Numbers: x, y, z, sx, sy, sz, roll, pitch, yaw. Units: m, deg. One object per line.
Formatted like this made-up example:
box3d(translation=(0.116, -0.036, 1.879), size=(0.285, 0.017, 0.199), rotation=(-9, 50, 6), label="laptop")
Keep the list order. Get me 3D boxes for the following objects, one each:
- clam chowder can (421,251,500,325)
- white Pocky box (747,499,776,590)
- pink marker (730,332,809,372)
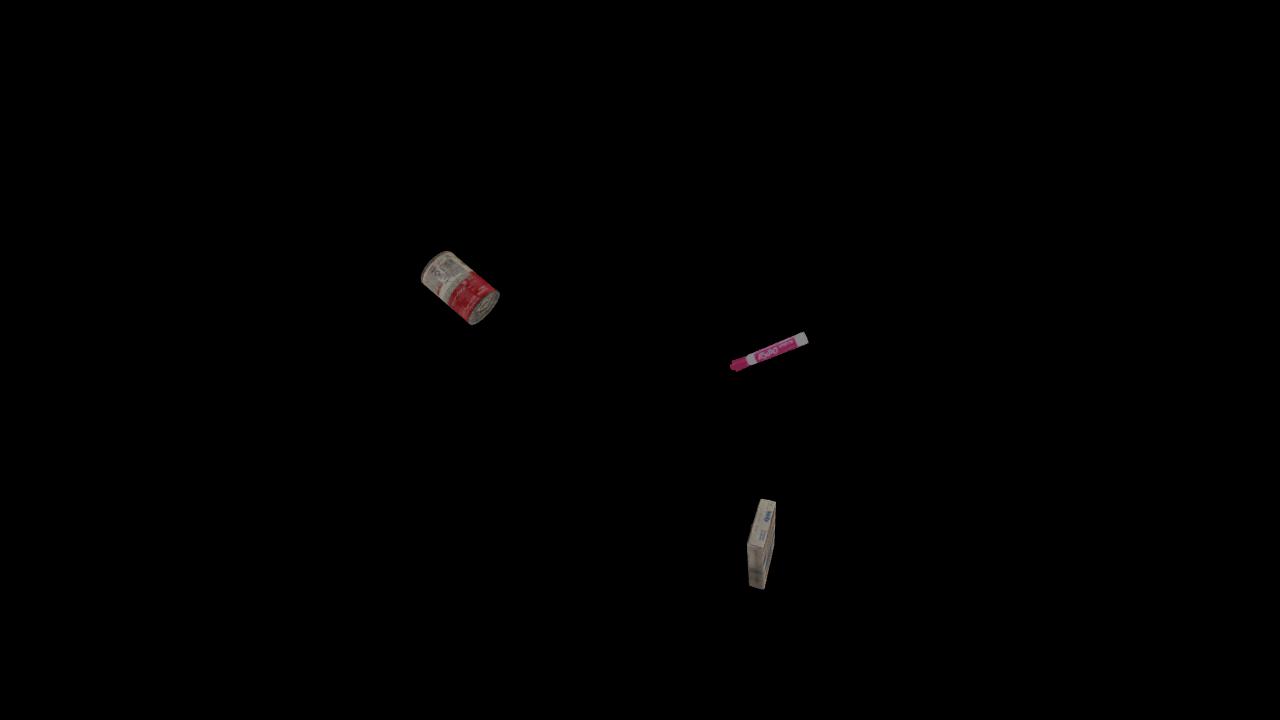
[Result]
box3d(translation=(-0.278, -0.112, 0.950), size=(0.102, 0.068, 0.068), rotation=(40, 2, 3), label="clam chowder can")
box3d(translation=(0.193, 0.294, 0.976), size=(0.028, 0.084, 0.154), rotation=(10, -39, 20), label="white Pocky box")
box3d(translation=(0.190, -0.010, 0.916), size=(0.121, 0.020, 0.020), rotation=(-24, -9, 21), label="pink marker")
